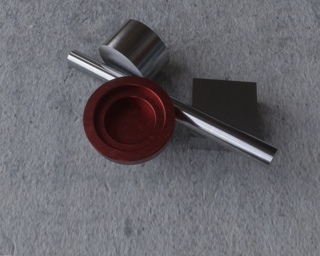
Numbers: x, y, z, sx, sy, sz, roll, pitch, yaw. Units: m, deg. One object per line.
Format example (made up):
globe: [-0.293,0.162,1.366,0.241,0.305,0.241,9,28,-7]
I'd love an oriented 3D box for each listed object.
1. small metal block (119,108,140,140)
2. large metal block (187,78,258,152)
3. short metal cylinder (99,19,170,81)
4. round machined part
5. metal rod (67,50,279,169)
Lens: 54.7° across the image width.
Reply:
small metal block: [-0.037,-0.002,0.397,0.025,0.050,0.050,-2,70,-1]
large metal block: [0.079,-0.015,0.403,0.081,0.050,0.080,4,70,1]
short metal cylinder: [-0.034,-0.097,0.415,0.080,0.080,0.050,36,74,12]
round machined part: [-0.033,-0.006,0.350,0.099,0.042,0.098,0,71,-1]
metal rod: [-0.003,-0.034,0.382,0.300,0.025,0.025,29,72,24]
